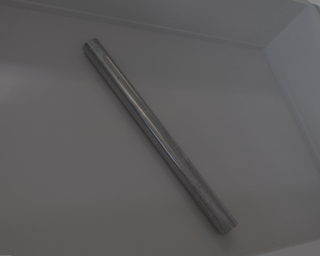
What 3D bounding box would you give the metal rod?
[{"bbox_3d":[-0.005,0.004,0.399,0.025,0.025,0.300,-30,78,-38],"label":"metal rod"}]
